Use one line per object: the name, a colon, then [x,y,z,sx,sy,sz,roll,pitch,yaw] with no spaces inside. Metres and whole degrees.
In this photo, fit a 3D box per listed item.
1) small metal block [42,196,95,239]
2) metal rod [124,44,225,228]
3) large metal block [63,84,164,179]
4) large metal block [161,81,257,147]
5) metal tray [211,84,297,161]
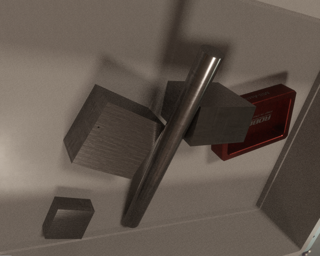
small metal block: [-0.124,0.122,0.418,0.050,0.025,0.050,15,111,-35]
metal rod: [0.003,0.035,0.385,0.025,0.025,0.298,-1,134,-28]
large metal block: [-0.055,0.006,0.368,0.080,0.050,0.080,23,106,-37]
large metal block: [0.058,-0.021,0.394,0.081,0.080,0.050,-3,120,-28]
metal tray: [0.144,-0.010,0.480,0.131,0.030,0.089,-17,125,-19]
